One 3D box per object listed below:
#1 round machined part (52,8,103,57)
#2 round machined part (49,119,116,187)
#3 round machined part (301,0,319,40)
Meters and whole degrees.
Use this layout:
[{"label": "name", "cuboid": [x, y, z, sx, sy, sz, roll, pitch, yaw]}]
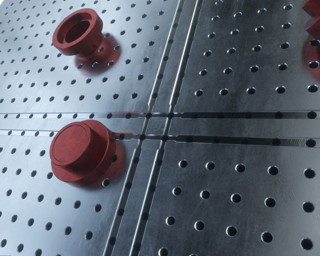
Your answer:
[{"label": "round machined part", "cuboid": [-0.148, -0.172, 0.578, 0.098, 0.042, 0.098, -13, 56, 20]}, {"label": "round machined part", "cuboid": [-0.115, 0.030, 0.437, 0.098, 0.042, 0.098, -13, 56, 20]}, {"label": "round machined part", "cuboid": [0.200, -0.151, 0.347, 0.042, 0.098, 0.098, 41, 83, 0]}]
